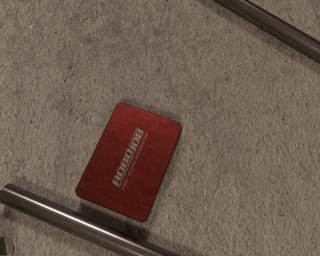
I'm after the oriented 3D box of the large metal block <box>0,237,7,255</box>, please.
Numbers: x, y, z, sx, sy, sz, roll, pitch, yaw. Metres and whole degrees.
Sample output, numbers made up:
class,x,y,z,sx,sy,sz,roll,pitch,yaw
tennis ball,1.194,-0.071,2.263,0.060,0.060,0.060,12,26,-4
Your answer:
class,x,y,z,sx,sy,sz,roll,pitch,yaw
large metal block,-0.211,0.170,0.330,0.081,0.050,0.080,-19,71,-7

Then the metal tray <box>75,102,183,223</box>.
class,x,y,z,sx,sy,sz,roll,pitch,yaw
metal tray,-0.036,0.041,0.390,0.090,0.030,0.130,20,71,7

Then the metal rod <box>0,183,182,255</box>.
class,x,y,z,sx,sy,sz,roll,pitch,yaw
metal rod,-0.049,0.132,0.359,0.301,0.025,0.025,21,71,7

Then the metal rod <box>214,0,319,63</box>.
class,x,y,z,sx,sy,sz,roll,pitch,yaw
metal rod,0.183,-0.146,0.463,0.300,0.025,0.025,36,74,12
